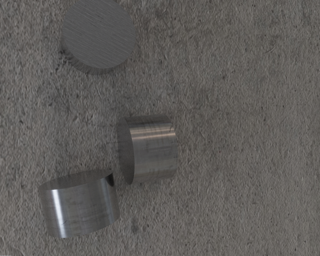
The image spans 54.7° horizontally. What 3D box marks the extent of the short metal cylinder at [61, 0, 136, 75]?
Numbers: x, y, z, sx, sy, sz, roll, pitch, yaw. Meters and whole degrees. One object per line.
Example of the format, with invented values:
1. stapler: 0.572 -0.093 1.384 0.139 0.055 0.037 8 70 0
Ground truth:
1. short metal cylinder: -0.075 -0.106 0.368 0.081 0.050 0.080 0 90 -20

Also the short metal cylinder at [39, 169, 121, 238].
1. short metal cylinder: -0.089 0.081 0.347 0.081 0.080 0.050 -11 94 -20

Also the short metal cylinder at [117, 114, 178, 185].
1. short metal cylinder: -0.017 0.025 0.373 0.050 0.080 0.079 -6 92 -20
